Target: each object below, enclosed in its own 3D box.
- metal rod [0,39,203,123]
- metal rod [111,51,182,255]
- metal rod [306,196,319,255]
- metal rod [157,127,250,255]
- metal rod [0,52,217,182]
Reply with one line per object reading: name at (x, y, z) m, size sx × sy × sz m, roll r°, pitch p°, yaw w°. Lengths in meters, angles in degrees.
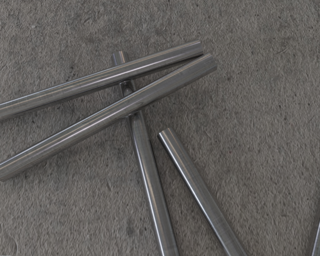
metal rod at (-0.091, -0.058, 0.407) m, size 0.301 × 0.025 × 0.025 m, roll -18°, pitch 71°, yaw 2°
metal rod at (-0.020, 0.033, 0.395) m, size 0.025 × 0.025 × 0.299 m, roll -14°, pitch 71°, yaw -5°
metal rod at (0.212, 0.078, 0.380) m, size 0.025 × 0.025 × 0.300 m, roll 21°, pitch 71°, yaw 7°
metal rod at (0.078, 0.129, 0.361) m, size 0.025 × 0.025 × 0.299 m, roll -27°, pitch 72°, yaw -9°
metal rod at (-0.067, -0.014, 0.390) m, size 0.301 × 0.025 × 0.025 m, roll -28°, pitch 72°, yaw -1°
